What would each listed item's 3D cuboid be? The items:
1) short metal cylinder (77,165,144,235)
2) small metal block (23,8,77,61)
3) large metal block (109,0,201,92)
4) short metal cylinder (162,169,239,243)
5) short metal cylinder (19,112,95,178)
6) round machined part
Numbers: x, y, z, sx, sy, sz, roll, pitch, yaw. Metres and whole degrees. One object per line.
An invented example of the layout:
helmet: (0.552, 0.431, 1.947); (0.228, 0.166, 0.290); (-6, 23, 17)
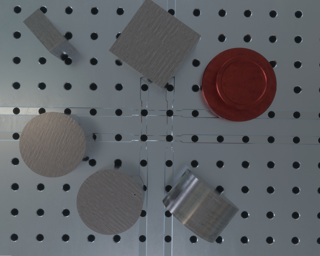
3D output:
short metal cylinder: (-0.061, 0.090, 0.400); (0.081, 0.050, 0.080); (0, 90, 0)
small metal block: (-0.140, -0.118, 0.400); (0.025, 0.050, 0.050); (-41, 90, 0)
large metal block: (-0.006, -0.103, 0.401); (0.080, 0.050, 0.080); (36, 90, 0)
short metal cylinder: (0.050, 0.095, 0.386); (0.080, 0.080, 0.050); (37, 90, 0)
short metal cylinder: (-0.130, 0.020, 0.400); (0.081, 0.050, 0.080); (0, 90, 0)
round machined part: (0.104, -0.057, 0.405); (0.099, 0.042, 0.097); (0, 90, 0)
